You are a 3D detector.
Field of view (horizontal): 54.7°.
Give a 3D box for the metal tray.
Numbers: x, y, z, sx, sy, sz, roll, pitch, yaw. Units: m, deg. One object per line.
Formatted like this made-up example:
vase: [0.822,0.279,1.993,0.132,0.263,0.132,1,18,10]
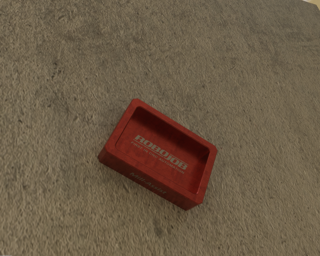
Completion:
metal tray: [0.002,0.032,0.385,0.130,0.030,0.090,31,51,-8]
